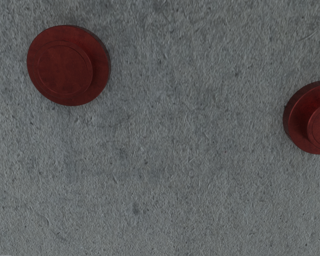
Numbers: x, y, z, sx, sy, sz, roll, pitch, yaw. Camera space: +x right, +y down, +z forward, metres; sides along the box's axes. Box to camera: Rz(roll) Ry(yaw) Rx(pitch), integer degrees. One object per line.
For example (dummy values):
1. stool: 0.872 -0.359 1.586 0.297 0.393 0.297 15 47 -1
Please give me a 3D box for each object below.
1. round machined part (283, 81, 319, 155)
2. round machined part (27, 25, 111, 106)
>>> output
1. round machined part: 0.215 -0.009 0.399 0.099 0.042 0.097 0 110 0
2. round machined part: -0.111 -0.073 0.373 0.099 0.042 0.097 0 110 0
